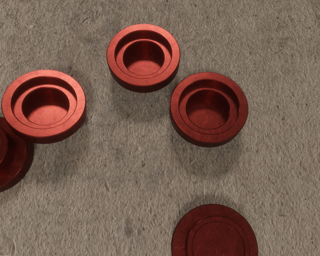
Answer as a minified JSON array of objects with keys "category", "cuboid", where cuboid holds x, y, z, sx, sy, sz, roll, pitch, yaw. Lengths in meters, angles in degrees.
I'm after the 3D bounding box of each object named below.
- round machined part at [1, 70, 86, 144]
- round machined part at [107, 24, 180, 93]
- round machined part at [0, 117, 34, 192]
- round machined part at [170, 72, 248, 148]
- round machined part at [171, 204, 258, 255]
[{"category":"round machined part","cuboid":[-0.145,-0.024,0.399,0.099,0.042,0.098,5,62,-9]},{"category":"round machined part","cuboid":[-0.022,-0.092,0.433,0.099,0.042,0.098,0,70,-1]},{"category":"round machined part","cuboid":[-0.215,0.030,0.385,0.099,0.042,0.098,0,70,0]},{"category":"round machined part","cuboid":[0.062,-0.021,0.408,0.099,0.042,0.098,0,70,-1]},{"category":"round machined part","cuboid":[0.062,0.136,0.350,0.099,0.042,0.098,0,70,-1]}]
